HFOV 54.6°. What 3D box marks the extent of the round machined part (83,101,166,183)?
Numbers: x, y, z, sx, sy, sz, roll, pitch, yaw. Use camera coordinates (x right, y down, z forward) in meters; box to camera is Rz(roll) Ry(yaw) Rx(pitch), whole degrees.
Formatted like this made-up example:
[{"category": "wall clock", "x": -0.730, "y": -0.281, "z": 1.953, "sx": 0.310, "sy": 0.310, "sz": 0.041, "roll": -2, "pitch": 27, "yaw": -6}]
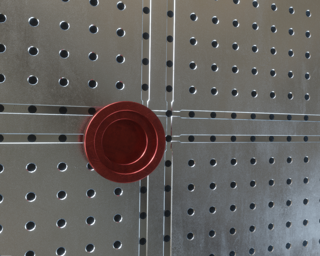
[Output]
[{"category": "round machined part", "x": -0.046, "y": 0.016, "z": 0.386, "sx": 0.099, "sy": 0.042, "sz": 0.097, "roll": 0, "pitch": 90, "yaw": -20}]
